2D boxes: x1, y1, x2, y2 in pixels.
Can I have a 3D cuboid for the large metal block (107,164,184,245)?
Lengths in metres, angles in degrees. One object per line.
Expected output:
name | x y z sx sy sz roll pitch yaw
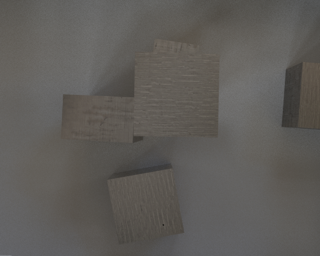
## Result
large metal block | -0.017 0.095 0.399 0.080 0.050 0.080 -10 90 -1

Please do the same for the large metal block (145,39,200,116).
large metal block | 0.011 -0.057 0.383 0.050 0.080 0.080 8 90 -3

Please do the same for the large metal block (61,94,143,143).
large metal block | -0.065 -0.011 0.380 0.080 0.080 0.050 3 90 5

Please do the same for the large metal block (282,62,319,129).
large metal block | 0.211 -0.038 0.402 0.081 0.050 0.079 4 90 -1

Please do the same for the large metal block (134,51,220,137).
large metal block | 0.015 -0.032 0.318 0.081 0.050 0.079 1 91 -3
